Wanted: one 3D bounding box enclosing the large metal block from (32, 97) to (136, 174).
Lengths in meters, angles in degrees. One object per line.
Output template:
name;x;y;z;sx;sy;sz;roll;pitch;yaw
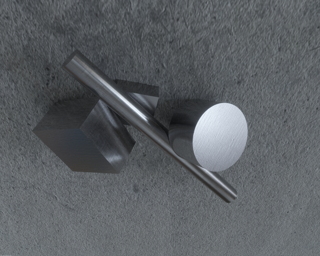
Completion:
large metal block;-0.090;0.011;0.379;0.080;0.050;0.080;-3;136;33

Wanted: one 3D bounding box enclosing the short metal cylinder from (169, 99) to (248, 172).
short metal cylinder;0.058;0.007;0.373;0.081;0.050;0.079;-6;103;-29

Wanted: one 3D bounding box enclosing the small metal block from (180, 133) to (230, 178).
small metal block;0.063;0.040;0.445;0.050;0.025;0.050;19;128;-16

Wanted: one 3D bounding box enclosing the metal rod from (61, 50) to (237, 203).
metal rod;0.006;0.015;0.389;0.025;0.025;0.300;-34;123;25

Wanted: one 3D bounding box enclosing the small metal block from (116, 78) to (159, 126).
small metal block;-0.031;-0.029;0.384;0.050;0.025;0.050;9;130;-9
